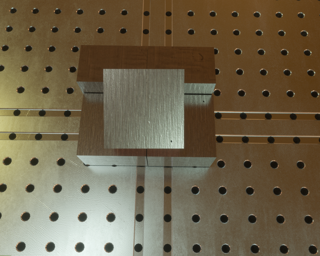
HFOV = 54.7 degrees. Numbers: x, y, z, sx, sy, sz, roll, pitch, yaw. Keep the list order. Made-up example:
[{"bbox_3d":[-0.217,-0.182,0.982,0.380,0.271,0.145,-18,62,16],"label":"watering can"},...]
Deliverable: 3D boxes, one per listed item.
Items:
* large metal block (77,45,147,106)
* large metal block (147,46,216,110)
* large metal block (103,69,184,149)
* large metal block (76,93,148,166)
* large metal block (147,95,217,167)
[{"bbox_3d":[-0.056,-0.063,0.404,0.081,0.080,0.050,1,70,0],"label":"large metal block"},{"bbox_3d":[0.025,-0.062,0.404,0.081,0.080,0.050,1,70,0],"label":"large metal block"},{"bbox_3d":[-0.016,-0.021,0.335,0.081,0.050,0.079,0,94,-1],"label":"large metal block"},{"bbox_3d":[-0.056,0.003,0.395,0.081,0.050,0.080,1,70,0],"label":"large metal block"},{"bbox_3d":[0.026,0.004,0.394,0.081,0.050,0.080,1,70,0],"label":"large metal block"}]
